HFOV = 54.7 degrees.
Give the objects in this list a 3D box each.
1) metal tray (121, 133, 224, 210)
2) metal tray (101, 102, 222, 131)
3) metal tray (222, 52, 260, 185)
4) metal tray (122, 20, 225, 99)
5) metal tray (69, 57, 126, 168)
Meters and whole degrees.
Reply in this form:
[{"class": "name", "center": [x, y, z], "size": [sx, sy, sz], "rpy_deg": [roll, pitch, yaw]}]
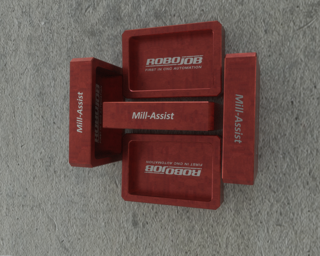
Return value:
[{"class": "metal tray", "center": [0.016, 0.053, 0.403], "size": [0.130, 0.030, 0.089], "rpy_deg": [1, 89, 19]}, {"class": "metal tray", "center": [0.007, -0.014, 0.374], "size": [0.130, 0.090, 0.030], "rpy_deg": [1, 92, 20]}, {"class": "metal tray", "center": [0.092, -0.009, 0.343], "size": [0.030, 0.090, 0.129], "rpy_deg": [1, 90, 20]}, {"class": "metal tray", "center": [0.016, -0.084, 0.402], "size": [0.130, 0.030, 0.089], "rpy_deg": [0, 93, 19]}, {"class": "metal tray", "center": [-0.078, -0.019, 0.403], "size": [0.030, 0.090, 0.129], "rpy_deg": [1, 91, 20]}]
